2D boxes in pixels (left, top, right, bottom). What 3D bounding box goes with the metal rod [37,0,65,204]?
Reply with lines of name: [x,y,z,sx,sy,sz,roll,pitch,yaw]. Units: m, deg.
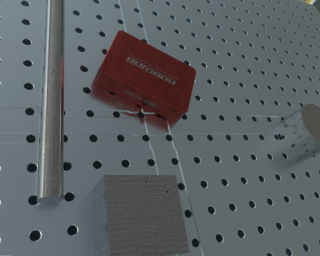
metal rod: [-0.129,-0.060,0.375,0.025,0.025,0.299,6,59,-26]

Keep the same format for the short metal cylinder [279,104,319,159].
short metal cylinder: [0.253,0.006,0.528,0.081,0.050,0.080,14,56,-21]

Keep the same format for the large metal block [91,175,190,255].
large metal block: [-0.023,0.095,0.322,0.081,0.050,0.080,5,60,-26]

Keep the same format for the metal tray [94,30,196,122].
metal tray: [-0.017,-0.074,0.443,0.131,0.030,0.090,25,53,-13]
